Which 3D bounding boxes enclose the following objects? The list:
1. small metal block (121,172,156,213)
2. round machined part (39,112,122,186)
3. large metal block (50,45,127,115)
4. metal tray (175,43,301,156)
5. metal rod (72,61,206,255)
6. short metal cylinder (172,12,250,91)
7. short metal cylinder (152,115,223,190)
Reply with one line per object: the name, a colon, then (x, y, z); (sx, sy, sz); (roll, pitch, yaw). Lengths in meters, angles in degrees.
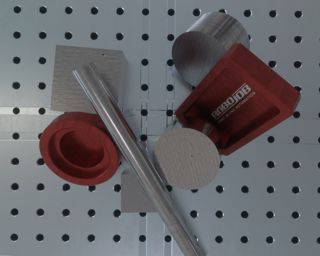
small metal block: (-0.025, 0.085, 0.413); (0.050, 0.025, 0.050); (-1, 90, 0)
round machined part: (-0.095, 0.022, 0.390); (0.099, 0.042, 0.097); (4, 121, 7)
large metal block: (-0.089, -0.058, 0.400); (0.081, 0.050, 0.080); (5, 90, 0)
metal tray: (0.083, -0.026, 0.364); (0.090, 0.129, 0.030); (40, 57, -1)
metal rod: (-0.014, 0.060, 0.373); (0.025, 0.025, 0.299); (-29, 106, 0)
short metal cylinder: (0.062, -0.093, 0.379); (0.080, 0.080, 0.050); (40, 57, 0)
short metal cylinder: (0.036, 0.030, 0.387); (0.080, 0.050, 0.079); (5, 110, 14)
